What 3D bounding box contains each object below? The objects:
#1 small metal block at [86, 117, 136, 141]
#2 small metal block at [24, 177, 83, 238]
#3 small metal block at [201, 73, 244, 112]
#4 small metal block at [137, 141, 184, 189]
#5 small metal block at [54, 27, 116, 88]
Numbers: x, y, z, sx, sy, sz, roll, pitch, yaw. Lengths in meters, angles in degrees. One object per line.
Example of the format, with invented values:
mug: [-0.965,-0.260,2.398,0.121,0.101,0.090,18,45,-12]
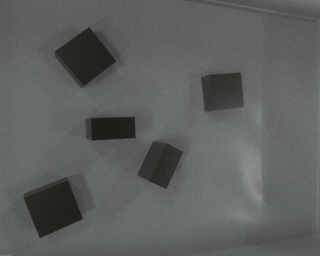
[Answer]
small metal block: [-0.061,0.000,0.375,0.050,0.050,0.025,-2,91,-20]
small metal block: [-0.125,0.092,0.365,0.050,0.025,0.050,-21,97,-19]
small metal block: [0.090,-0.051,0.445,0.050,0.025,0.050,-7,93,-20]
small metal block: [-0.001,0.046,0.398,0.025,0.050,0.050,28,81,-18]
small metal block: [-0.091,-0.085,0.377,0.050,0.025,0.050,-42,104,-15]
